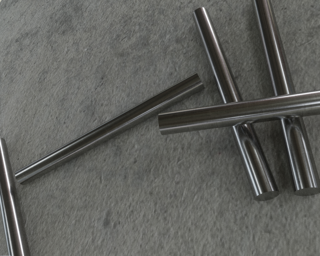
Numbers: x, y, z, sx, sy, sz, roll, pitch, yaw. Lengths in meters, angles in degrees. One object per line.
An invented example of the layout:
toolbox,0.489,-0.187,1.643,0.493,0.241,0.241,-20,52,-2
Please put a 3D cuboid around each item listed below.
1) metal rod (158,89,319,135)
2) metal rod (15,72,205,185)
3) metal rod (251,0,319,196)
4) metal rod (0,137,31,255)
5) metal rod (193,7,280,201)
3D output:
metal rod,0.147,-0.024,0.311,0.301,0.025,0.025,-8,58,12
metal rod,-0.077,0.005,0.438,0.301,0.025,0.025,-28,53,10
metal rod,0.142,-0.068,0.370,0.025,0.025,0.299,-13,56,21
metal rod,-0.210,0.120,0.437,0.025,0.025,0.300,-38,51,3
metal rod,0.084,-0.054,0.391,0.025,0.025,0.299,-21,54,15
